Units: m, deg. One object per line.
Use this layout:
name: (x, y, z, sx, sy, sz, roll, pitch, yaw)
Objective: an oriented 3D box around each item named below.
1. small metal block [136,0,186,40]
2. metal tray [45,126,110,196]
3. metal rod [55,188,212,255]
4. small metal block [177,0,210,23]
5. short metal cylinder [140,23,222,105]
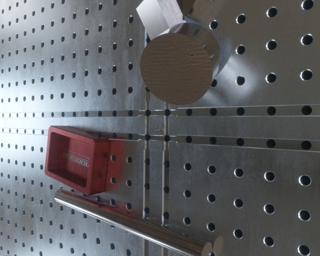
small metal block: (0.001, -0.138, 0.384, 0.050, 0.025, 0.050, -11, 107, 63)
metal tray: (-0.143, 0.050, 0.520, 0.130, 0.030, 0.089, 13, 98, 39)
metal rod: (-0.061, 0.133, 0.457, 0.300, 0.025, 0.025, 7, 94, 39)
small metal block: (0.036, -0.166, 0.378, 0.050, 0.025, 0.050, 44, 116, 31)
short metal cylinder: (0.025, -0.072, 0.348, 0.080, 0.050, 0.079, 10, 122, 17)
